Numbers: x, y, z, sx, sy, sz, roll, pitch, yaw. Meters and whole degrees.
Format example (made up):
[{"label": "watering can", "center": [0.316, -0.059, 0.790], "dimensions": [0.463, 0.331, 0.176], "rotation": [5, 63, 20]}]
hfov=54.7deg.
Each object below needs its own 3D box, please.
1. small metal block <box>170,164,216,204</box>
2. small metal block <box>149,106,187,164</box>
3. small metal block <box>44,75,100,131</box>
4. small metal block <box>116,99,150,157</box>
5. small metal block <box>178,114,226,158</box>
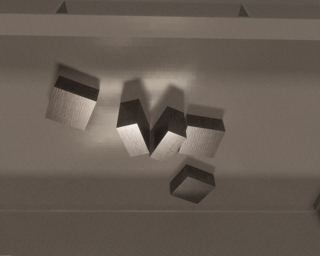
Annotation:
[{"label": "small metal block", "center": [0.051, 0.089, 0.486], "dimensions": [0.050, 0.025, 0.050], "rotation": [23, 126, -19]}, {"label": "small metal block", "center": [0.009, 0.009, 0.400], "dimensions": [0.025, 0.050, 0.050], "rotation": [22, 127, -18]}, {"label": "small metal block", "center": [-0.108, -0.030, 0.382], "dimensions": [0.050, 0.025, 0.050], "rotation": [20, 127, -17]}, {"label": "small metal block", "center": [-0.032, 0.000, 0.392], "dimensions": [0.025, 0.050, 0.050], "rotation": [-12, 129, 10]}, {"label": "small metal block", "center": [0.055, 0.011, 0.420], "dimensions": [0.050, 0.025, 0.050], "rotation": [9, 130, -8]}]
